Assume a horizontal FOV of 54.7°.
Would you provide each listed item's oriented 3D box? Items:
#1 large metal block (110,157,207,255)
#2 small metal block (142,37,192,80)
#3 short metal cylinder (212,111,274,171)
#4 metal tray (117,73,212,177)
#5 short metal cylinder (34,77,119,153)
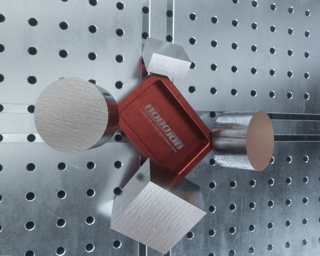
[{"bbox_3d":[-0.003,0.096,0.380,0.080,0.050,0.080,33,110,-18],"label":"large metal block"},{"bbox_3d":[0.007,-0.090,0.399,0.050,0.050,0.025,10,125,-20],"label":"small metal block"},{"bbox_3d":[0.115,0.017,0.425,0.081,0.050,0.079,-1,91,-46],"label":"short metal cylinder"},{"bbox_3d":[0.004,0.001,0.411,0.090,0.030,0.130,-43,104,-15],"label":"metal tray"},{"bbox_3d":[-0.091,-0.014,0.350,0.080,0.050,0.079,0,91,5],"label":"short metal cylinder"}]
